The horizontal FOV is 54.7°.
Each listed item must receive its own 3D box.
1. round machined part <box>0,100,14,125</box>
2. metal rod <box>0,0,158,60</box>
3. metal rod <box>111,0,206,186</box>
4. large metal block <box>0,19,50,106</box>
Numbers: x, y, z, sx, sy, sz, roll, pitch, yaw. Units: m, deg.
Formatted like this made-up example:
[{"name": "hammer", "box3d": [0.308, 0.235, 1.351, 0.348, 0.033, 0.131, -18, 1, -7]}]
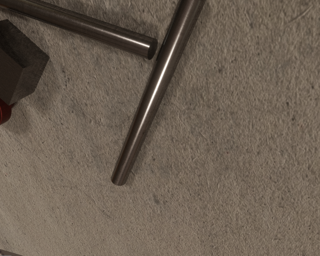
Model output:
[{"name": "round machined part", "box3d": [-0.282, -0.052, 0.509, 0.098, 0.042, 0.097, 13, 124, 20]}, {"name": "metal rod", "box3d": [-0.144, -0.145, 0.390, 0.301, 0.025, 0.025, 22, 127, 14]}, {"name": "metal rod", "box3d": [-0.016, -0.025, 0.397, 0.025, 0.025, 0.298, 31, 128, 8]}, {"name": "large metal block", "box3d": [-0.218, -0.094, 0.445, 0.080, 0.050, 0.080, 42, 129, -2]}]
